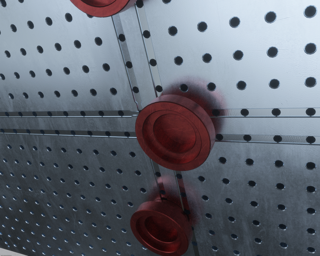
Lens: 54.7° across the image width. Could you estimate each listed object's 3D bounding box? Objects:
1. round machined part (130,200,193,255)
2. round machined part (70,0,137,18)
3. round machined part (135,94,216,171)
[{"bbox_3d":[0.006,0.153,0.491,0.098,0.042,0.097,13,124,20],"label":"round machined part"},{"bbox_3d":[-0.058,-0.170,0.324,0.098,0.042,0.097,13,124,20],"label":"round machined part"},{"bbox_3d":[0.022,0.002,0.389,0.098,0.042,0.097,13,124,20],"label":"round machined part"}]
